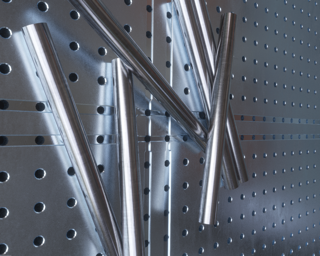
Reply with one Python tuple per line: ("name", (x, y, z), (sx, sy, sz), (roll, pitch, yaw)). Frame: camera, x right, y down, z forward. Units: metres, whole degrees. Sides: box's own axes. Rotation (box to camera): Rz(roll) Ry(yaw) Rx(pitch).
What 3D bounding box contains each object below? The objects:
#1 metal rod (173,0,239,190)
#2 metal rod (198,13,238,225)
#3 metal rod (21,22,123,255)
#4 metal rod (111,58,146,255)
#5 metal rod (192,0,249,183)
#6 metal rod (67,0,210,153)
("metal rod", (0.073, -0.043, 0.469), (0.025, 0.025, 0.299), (-28, 108, -36))
("metal rod", (0.083, -0.019, 0.440), (0.025, 0.025, 0.299), (14, 79, -39))
("metal rod", (-0.083, 0.039, 0.339), (0.025, 0.025, 0.299), (-27, 107, -37))
("metal rod", (-0.034, 0.068, 0.358), (0.025, 0.025, 0.299), (0, 84, -40))
("metal rod", (0.095, -0.051, 0.487), (0.025, 0.025, 0.299), (-28, 108, -36))
("metal rod", (-0.004, -0.053, 0.378), (0.300, 0.025, 0.025), (46, 63, -39))
